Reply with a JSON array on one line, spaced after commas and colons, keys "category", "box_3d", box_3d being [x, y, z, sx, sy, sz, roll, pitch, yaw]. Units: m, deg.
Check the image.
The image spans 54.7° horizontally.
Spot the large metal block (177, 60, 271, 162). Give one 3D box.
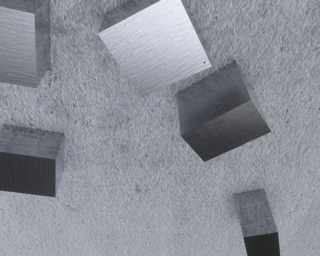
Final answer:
[{"category": "large metal block", "box_3d": [0.069, -0.020, 0.355, 0.080, 0.080, 0.050, -28, 125, 22]}]

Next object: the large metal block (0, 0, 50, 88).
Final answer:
[{"category": "large metal block", "box_3d": [-0.158, -0.093, 0.310, 0.081, 0.050, 0.079, 10, 130, -9]}]

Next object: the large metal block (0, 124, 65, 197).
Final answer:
[{"category": "large metal block", "box_3d": [-0.180, 0.047, 0.429, 0.081, 0.050, 0.079, 9, 130, -8]}]

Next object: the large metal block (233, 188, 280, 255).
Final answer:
[{"category": "large metal block", "box_3d": [0.158, 0.160, 0.508, 0.050, 0.080, 0.080, -13, 129, 10]}]

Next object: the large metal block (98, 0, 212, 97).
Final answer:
[{"category": "large metal block", "box_3d": [-0.003, -0.090, 0.314, 0.080, 0.050, 0.080, -22, 127, 17]}]
